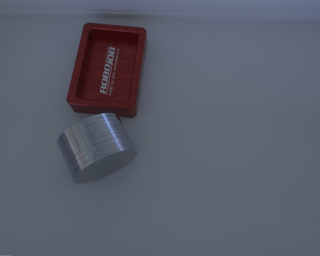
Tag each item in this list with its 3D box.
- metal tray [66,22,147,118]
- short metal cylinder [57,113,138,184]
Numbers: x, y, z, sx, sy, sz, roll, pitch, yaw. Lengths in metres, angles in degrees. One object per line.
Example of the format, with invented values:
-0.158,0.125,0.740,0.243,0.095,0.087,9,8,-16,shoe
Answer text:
-0.071,-0.083,0.436,0.091,0.030,0.130,6,70,1,metal tray
-0.074,0.025,0.370,0.080,0.080,0.050,-26,73,-9,short metal cylinder
